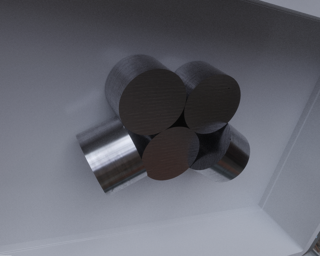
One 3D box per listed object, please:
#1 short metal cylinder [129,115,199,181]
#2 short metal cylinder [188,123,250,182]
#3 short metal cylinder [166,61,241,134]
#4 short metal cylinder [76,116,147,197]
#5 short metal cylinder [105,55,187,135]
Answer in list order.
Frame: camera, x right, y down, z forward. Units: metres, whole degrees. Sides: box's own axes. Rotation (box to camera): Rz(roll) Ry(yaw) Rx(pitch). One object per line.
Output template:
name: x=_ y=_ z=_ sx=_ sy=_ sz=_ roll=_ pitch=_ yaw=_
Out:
short metal cylinder: x=0.004 y=0.021 z=0.406 sx=0.081 sy=0.050 sz=0.079 roll=-14 pitch=124 yaw=-21
short metal cylinder: x=0.076 y=0.030 z=0.430 sx=0.050 sy=0.080 sz=0.080 roll=34 pitch=99 yaw=-38
short metal cylinder: x=0.054 y=-0.039 z=0.396 sx=0.081 sy=0.050 sz=0.079 roll=-14 pitch=124 yaw=-21
short metal cylinder: x=-0.056 y=0.032 z=0.360 sx=0.050 sy=0.080 sz=0.080 roll=-27 pitch=128 yaw=-11
short metal cylinder: x=-0.017 y=-0.038 z=0.357 sx=0.081 sy=0.050 sz=0.079 roll=-14 pitch=124 yaw=-21
